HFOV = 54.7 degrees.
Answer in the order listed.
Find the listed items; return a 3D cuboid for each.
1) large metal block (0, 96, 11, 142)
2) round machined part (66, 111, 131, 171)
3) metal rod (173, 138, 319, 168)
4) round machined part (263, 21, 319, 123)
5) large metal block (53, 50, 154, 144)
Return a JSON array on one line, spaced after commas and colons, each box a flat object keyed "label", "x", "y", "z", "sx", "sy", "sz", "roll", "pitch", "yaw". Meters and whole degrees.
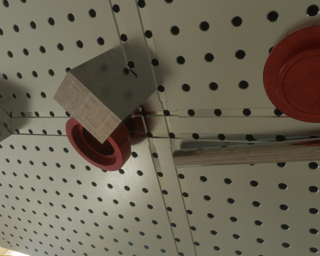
[{"label": "large metal block", "x": -0.316, "y": -0.022, "z": 0.548, "sx": 0.080, "sy": 0.050, "sz": 0.079, "roll": 27, "pitch": 128, "yaw": 11}, {"label": "round machined part", "x": -0.082, "y": 0.012, "z": 0.443, "sx": 0.098, "sy": 0.042, "sz": 0.097, "roll": 20, "pitch": 138, "yaw": 20}, {"label": "metal rod", "x": 0.151, "y": 0.025, "z": 0.347, "sx": 0.300, "sy": 0.025, "sz": 0.025, "roll": -7, "pitch": 115, "yaw": 31}, {"label": "round machined part", "x": 0.148, "y": -0.047, "z": 0.293, "sx": 0.098, "sy": 0.042, "sz": 0.097, "roll": 13, "pitch": 124, "yaw": 21}, {"label": "large metal block", "x": -0.068, "y": -0.041, "z": 0.386, "sx": 0.080, "sy": 0.080, "sz": 0.050, "roll": 44, "pitch": 129, "yaw": -2}]
